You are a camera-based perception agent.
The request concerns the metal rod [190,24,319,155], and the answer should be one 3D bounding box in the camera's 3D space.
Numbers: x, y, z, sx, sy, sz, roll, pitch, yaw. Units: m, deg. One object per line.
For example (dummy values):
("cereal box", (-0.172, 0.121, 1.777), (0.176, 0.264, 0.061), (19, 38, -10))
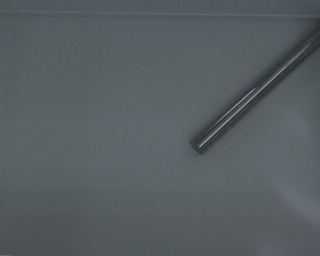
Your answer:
("metal rod", (0.158, -0.069, 0.436), (0.301, 0.025, 0.025), (-41, 75, -14))
